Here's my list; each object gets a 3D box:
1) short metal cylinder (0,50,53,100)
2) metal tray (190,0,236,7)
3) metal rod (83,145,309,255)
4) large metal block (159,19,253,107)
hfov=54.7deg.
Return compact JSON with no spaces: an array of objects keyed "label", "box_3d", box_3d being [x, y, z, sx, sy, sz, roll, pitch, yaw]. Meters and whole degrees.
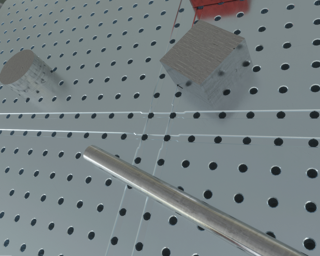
[{"label":"short metal cylinder","box_3d":[-0.252,-0.101,0.587,0.080,0.050,0.080,-13,56,21]},{"label":"metal tray","box_3d":[0.102,-0.264,0.513,0.090,0.030,0.130,1,62,28]},{"label":"metal rod","box_3d":[0.016,0.080,0.350,0.300,0.025,0.025,21,73,35]},{"label":"large metal block","box_3d":[0.061,-0.088,0.414,0.080,0.050,0.080,-46,51,-4]}]
